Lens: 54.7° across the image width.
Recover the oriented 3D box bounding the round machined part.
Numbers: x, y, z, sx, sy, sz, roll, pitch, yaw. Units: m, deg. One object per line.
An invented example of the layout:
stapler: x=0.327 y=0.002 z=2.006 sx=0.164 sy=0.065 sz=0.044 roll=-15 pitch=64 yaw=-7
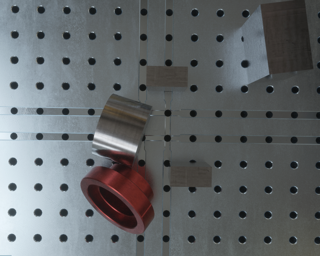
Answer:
round machined part: x=-0.047 y=0.083 z=0.386 sx=0.098 sy=0.098 sz=0.042 roll=42 pitch=54 yaw=-1

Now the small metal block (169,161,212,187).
small metal block: x=0.038 y=0.059 z=0.401 sx=0.050 sy=0.050 sz=0.025 roll=1 pitch=90 yaw=-1

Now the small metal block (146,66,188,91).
small metal block: x=0.009 y=-0.063 z=0.401 sx=0.050 sy=0.050 sz=0.025 roll=1 pitch=90 yaw=-1

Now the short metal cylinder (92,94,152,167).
short metal cylinder: x=-0.046 y=0.003 z=0.385 sx=0.050 sy=0.080 sz=0.080 roll=18 pitch=90 yaw=0

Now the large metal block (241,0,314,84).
large metal block: x=0.143 y=-0.103 z=0.388 sx=0.050 sy=0.080 sz=0.079 roll=-7 pitch=90 yaw=0
